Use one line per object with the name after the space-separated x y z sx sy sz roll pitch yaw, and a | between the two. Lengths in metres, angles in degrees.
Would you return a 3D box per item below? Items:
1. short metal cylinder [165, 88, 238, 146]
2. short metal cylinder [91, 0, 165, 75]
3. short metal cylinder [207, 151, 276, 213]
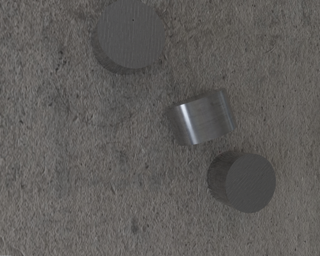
0.053 -0.015 0.399 0.081 0.080 0.050 -22 98 -19 | short metal cylinder
-0.040 -0.109 0.381 0.081 0.050 0.080 0 90 -20 | short metal cylinder
0.114 0.074 0.438 0.081 0.050 0.080 0 90 -20 | short metal cylinder
